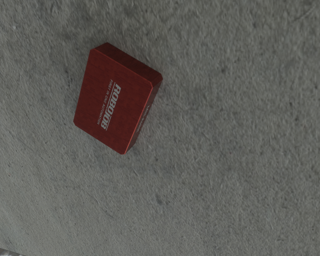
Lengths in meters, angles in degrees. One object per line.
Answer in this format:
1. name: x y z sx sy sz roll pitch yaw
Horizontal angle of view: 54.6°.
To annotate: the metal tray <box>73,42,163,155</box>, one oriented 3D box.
1. metal tray: -0.061 -0.035 0.415 0.090 0.030 0.129 32 129 7
